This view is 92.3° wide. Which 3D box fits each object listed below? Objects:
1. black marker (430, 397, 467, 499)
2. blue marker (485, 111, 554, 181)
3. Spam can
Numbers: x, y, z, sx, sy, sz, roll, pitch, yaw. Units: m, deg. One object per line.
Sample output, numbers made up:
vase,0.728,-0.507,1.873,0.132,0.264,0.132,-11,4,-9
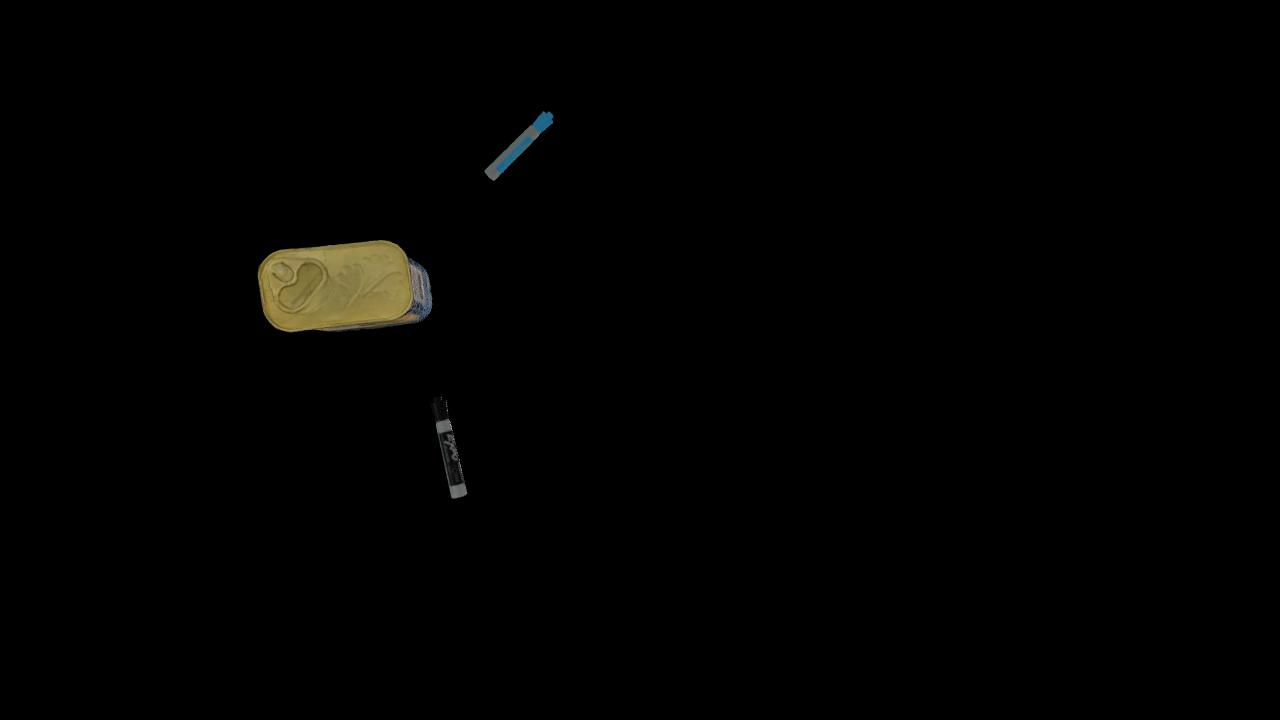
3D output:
black marker,-0.227,0.103,0.730,0.020,0.121,0.020,-13,0,0
blue marker,-0.164,-0.292,0.837,0.121,0.020,0.020,-39,-11,14
Spam can,-0.216,-0.052,0.469,0.101,0.058,0.085,-7,1,-7
